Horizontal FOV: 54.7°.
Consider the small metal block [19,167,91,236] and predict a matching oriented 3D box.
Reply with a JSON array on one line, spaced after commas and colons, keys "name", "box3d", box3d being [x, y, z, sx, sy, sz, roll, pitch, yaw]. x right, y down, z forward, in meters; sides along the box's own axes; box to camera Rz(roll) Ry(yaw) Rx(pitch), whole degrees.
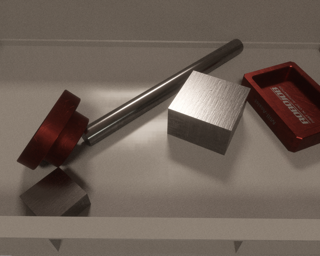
[{"name": "small metal block", "box3d": [-0.113, 0.079, 0.337, 0.050, 0.025, 0.050, 35, 58, 25]}]

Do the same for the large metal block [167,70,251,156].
[{"name": "large metal block", "box3d": [0.064, -0.022, 0.408, 0.080, 0.050, 0.080, 21, 53, 16]}]

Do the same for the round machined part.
[{"name": "round machined part", "box3d": [-0.119, 0.007, 0.363, 0.042, 0.098, 0.098, 34, 49, -18]}]

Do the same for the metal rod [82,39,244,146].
[{"name": "metal rod", "box3d": [0.018, -0.063, 0.458, 0.302, 0.025, 0.025, -34, 58, -26]}]

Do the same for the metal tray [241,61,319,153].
[{"name": "metal tray", "box3d": [0.185, -0.035, 0.433, 0.091, 0.030, 0.130, -17, 52, -14]}]
